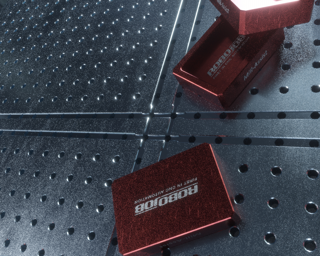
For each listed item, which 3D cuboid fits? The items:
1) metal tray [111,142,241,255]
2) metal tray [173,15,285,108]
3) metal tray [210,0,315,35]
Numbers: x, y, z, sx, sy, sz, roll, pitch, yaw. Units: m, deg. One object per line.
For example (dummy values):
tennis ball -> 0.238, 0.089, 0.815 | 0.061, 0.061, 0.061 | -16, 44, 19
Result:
metal tray -> 0.012, 0.082, 0.349 | 0.130, 0.030, 0.090 | -24, 53, 13
metal tray -> 0.091, -0.099, 0.418 | 0.130, 0.030, 0.090 | -49, 51, -7
metal tray -> 0.126, -0.171, 0.408 | 0.090, 0.030, 0.130 | -12, 42, -3
